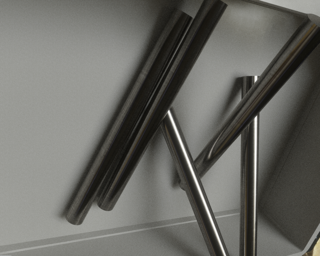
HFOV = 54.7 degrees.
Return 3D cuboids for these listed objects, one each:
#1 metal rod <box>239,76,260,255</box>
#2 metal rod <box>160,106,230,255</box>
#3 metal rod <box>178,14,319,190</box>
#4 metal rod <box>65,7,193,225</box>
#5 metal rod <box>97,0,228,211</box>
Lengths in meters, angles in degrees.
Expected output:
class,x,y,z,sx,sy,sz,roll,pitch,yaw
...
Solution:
class,x,y,z,sx,sy,sz,roll,pitch,yaw
metal rod,0.129,0.076,0.449,0.025,0.025,0.298,-3,96,-27
metal rod,0.059,0.114,0.425,0.025,0.025,0.299,-24,100,-14
metal rod,0.092,-0.003,0.382,0.025,0.025,0.298,-3,143,-27
metal rod,-0.045,-0.002,0.382,0.025,0.025,0.298,19,109,-36
metal rod,-0.008,-0.014,0.379,0.025,0.025,0.298,14,116,-34
